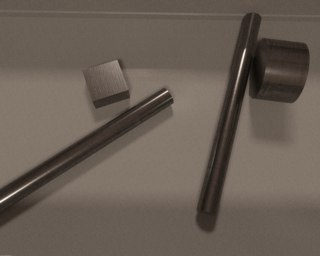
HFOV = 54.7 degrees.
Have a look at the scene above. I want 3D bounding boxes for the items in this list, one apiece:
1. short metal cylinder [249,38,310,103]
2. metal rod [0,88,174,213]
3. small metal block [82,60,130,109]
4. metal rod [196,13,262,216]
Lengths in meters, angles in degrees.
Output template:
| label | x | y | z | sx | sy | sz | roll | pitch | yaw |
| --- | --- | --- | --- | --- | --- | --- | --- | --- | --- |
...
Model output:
| label | x | y | z | sx | sy | sz | roll | pitch | yaw |
| --- | --- | --- | --- | --- | --- | --- | --- | --- | --- |
| short metal cylinder | 0.154 | -0.075 | 0.410 | 0.050 | 0.080 | 0.080 | 7 | 70 | 2 |
| metal rod | -0.112 | 0.036 | 0.395 | 0.301 | 0.025 | 0.025 | -33 | 74 | -12 |
| small metal block | -0.074 | -0.061 | 0.431 | 0.050 | 0.025 | 0.050 | -19 | 71 | -7 |
| metal rod | 0.099 | -0.032 | 0.422 | 0.025 | 0.025 | 0.299 | 16 | 71 | 5 |
